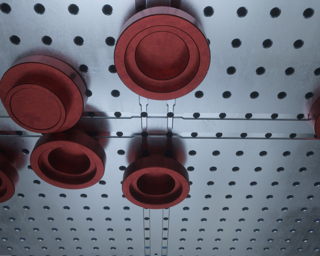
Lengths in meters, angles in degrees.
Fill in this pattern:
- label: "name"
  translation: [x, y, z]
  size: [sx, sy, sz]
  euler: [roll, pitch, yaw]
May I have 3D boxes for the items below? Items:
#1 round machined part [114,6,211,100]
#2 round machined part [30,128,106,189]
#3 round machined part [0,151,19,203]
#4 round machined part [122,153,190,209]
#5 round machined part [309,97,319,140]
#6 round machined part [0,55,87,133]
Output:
- label: "round machined part"
  translation: [0.002, -0.081, 0.331]
  size: [0.099, 0.042, 0.097]
  euler: [0, 130, 0]
- label: "round machined part"
  translation: [-0.124, 0.039, 0.432]
  size: [0.099, 0.042, 0.097]
  euler: [0, 131, 0]
- label: "round machined part"
  translation: [-0.257, 0.065, 0.454]
  size: [0.099, 0.042, 0.097]
  euler: [0, 130, 0]
- label: "round machined part"
  translation: [-0.006, 0.075, 0.464]
  size: [0.099, 0.042, 0.097]
  euler: [0, 130, 0]
- label: "round machined part"
  translation: [0.248, -0.011, 0.393]
  size: [0.099, 0.042, 0.097]
  euler: [0, 130, 0]
- label: "round machined part"
  translation: [-0.140, -0.032, 0.367]
  size: [0.099, 0.042, 0.097]
  euler: [0, 126, 1]
